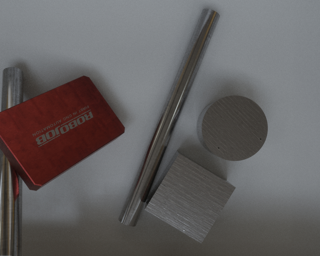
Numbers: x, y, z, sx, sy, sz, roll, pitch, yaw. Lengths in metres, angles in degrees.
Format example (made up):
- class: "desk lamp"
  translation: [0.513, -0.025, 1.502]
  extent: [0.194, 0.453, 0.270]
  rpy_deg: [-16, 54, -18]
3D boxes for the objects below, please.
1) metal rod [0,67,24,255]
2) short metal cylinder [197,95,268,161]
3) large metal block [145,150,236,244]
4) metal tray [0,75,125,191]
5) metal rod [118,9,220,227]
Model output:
- class: "metal rod"
  translation: [-0.168, 0.059, 0.347]
  extent: [0.025, 0.025, 0.299]
  rpy_deg: [-11, 65, 0]
- class: "short metal cylinder"
  translation: [0.091, 0.000, 0.400]
  extent: [0.081, 0.050, 0.079]
  rpy_deg: [0, 90, -1]
- class: "large metal block"
  translation: [0.037, 0.085, 0.400]
  extent: [0.080, 0.050, 0.080]
  rpy_deg: [31, 90, -1]
- class: "metal tray"
  translation: [-0.118, 0.001, 0.371]
  extent: [0.131, 0.030, 0.090]
  rpy_deg: [-35, 90, -38]
- class: "metal rod"
  translation: [0.012, -0.014, 0.411]
  extent: [0.025, 0.025, 0.299]
  rpy_deg: [22, 90, -1]
